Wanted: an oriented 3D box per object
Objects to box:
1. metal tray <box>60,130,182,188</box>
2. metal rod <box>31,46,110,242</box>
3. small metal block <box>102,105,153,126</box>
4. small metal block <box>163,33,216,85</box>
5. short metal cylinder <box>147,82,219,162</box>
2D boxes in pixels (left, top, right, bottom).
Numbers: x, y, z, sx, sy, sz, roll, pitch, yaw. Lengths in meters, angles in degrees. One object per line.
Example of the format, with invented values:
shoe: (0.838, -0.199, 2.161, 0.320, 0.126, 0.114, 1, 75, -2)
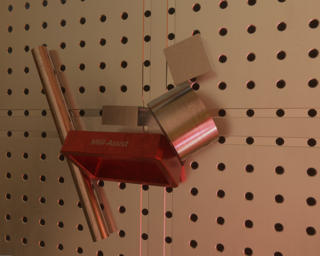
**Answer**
metal tray: (-0.046, 0.040, 0.392, 0.130, 0.090, 0.030, 2, 59, 20)
metal rod: (-0.134, 0.018, 0.459, 0.025, 0.025, 0.299, -23, 83, 18)
small metal block: (-0.042, -0.016, 0.414, 0.050, 0.050, 0.025, 3, 91, 20)
small metal block: (0.038, -0.086, 0.399, 0.050, 0.025, 0.050, -20, 83, 18)
short metal cylinder: (0.027, -0.007, 0.368, 0.050, 0.080, 0.080, -31, 80, -2)
